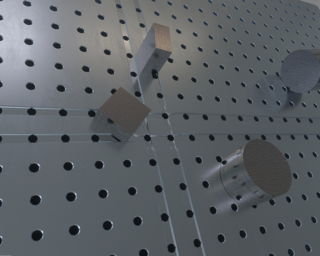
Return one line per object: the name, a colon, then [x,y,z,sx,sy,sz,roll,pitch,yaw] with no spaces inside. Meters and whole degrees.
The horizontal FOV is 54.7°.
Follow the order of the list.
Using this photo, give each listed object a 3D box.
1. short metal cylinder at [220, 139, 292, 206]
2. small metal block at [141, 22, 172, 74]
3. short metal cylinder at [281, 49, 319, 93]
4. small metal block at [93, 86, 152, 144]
short metal cylinder: [0.131,0.062,0.425,0.081,0.050,0.080,14,56,-22]
small metal block: [-0.006,-0.118,0.461,0.025,0.050,0.050,9,58,-24]
short metal cylinder: [0.282,-0.109,0.592,0.050,0.080,0.080,-11,68,-33]
small metal block: [-0.047,-0.017,0.393,0.050,0.025,0.050,38,51,-3]
